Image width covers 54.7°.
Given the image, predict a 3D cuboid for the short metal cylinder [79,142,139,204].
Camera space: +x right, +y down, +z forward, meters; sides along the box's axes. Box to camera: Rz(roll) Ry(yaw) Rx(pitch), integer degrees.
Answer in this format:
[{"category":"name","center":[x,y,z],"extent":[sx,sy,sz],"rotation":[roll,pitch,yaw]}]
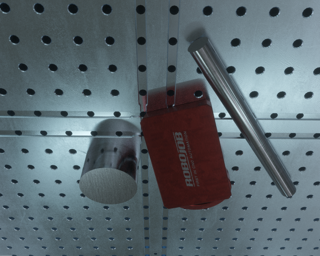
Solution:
[{"category":"short metal cylinder","center":[-0.072,0.066,0.451],"extent":[0.081,0.050,0.079],"rotation":[0,130,0]}]

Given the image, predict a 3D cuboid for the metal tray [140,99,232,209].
[{"category":"metal tray","center":[0.035,0.036,0.405],"extent":[0.090,0.030,0.129],"rotation":[-13,105,10]}]

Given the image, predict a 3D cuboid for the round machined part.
[{"category":"round machined part","center":[0.055,0.077,0.466],"extent":[0.099,0.042,0.097],"rotation":[0,130,0]}]

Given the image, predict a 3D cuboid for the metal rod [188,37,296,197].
[{"category":"metal rod","center":[0.123,0.005,0.416],"extent":[0.025,0.025,0.300],"rotation":[-27,126,21]}]
